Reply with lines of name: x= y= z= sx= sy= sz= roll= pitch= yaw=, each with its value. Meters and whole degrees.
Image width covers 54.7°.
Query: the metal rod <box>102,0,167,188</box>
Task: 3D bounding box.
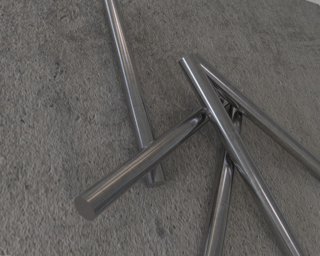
metal rod: x=-0.041 y=-0.066 z=0.421 sx=0.025 sy=0.025 sz=0.299 roll=-2 pitch=63 yaw=-29

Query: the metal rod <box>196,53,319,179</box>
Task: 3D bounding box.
metal rod: x=0.161 y=-0.007 z=0.467 sx=0.301 sy=0.025 sz=0.025 roll=37 pitch=51 yaw=-14

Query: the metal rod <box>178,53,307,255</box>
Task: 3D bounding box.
metal rod: x=0.106 y=0.038 z=0.404 sx=0.025 sy=0.025 sz=0.299 roll=-26 pitch=86 yaw=-37

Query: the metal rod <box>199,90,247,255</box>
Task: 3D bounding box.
metal rod: x=0.088 y=0.059 z=0.414 sx=0.025 sy=0.025 sz=0.300 roll=28 pitch=52 yaw=-10

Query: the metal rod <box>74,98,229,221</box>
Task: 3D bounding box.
metal rod: x=0.019 y=0.011 z=0.379 sx=0.025 sy=0.025 sz=0.302 roll=49 pitch=43 yaw=6
